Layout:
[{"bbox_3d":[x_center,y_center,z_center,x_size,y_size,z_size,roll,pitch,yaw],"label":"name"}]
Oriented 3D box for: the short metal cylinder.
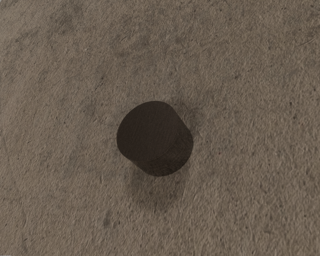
[{"bbox_3d":[-0.006,0.014,0.381,0.080,0.050,0.080,-13,56,20],"label":"short metal cylinder"}]
